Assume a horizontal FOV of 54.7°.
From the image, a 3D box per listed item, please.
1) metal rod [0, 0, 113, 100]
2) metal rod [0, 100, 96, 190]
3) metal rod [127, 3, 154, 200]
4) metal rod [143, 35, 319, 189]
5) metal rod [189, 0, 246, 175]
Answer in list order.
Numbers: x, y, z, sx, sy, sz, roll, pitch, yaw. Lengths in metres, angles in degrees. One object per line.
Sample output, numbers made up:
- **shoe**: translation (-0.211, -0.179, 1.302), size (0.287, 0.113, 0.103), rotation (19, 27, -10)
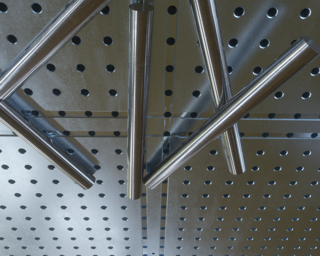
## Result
- **metal rod**: translation (-0.076, -0.119, 0.309), size (0.299, 0.025, 0.025), rotation (-33, 123, 24)
- **metal rod**: translation (-0.188, -0.011, 0.399), size (0.025, 0.025, 0.300), rotation (-25, 126, 19)
- **metal rod**: translation (-0.030, -0.007, 0.404), size (0.025, 0.025, 0.298), rotation (3, 130, -3)
- **metal rod**: translation (0.063, 0.003, 0.386), size (0.025, 0.025, 0.298), rotation (25, 134, -20)
- **metal rod**: translation (0.073, -0.048, 0.371), size (0.025, 0.025, 0.299), rotation (-13, 129, 11)
